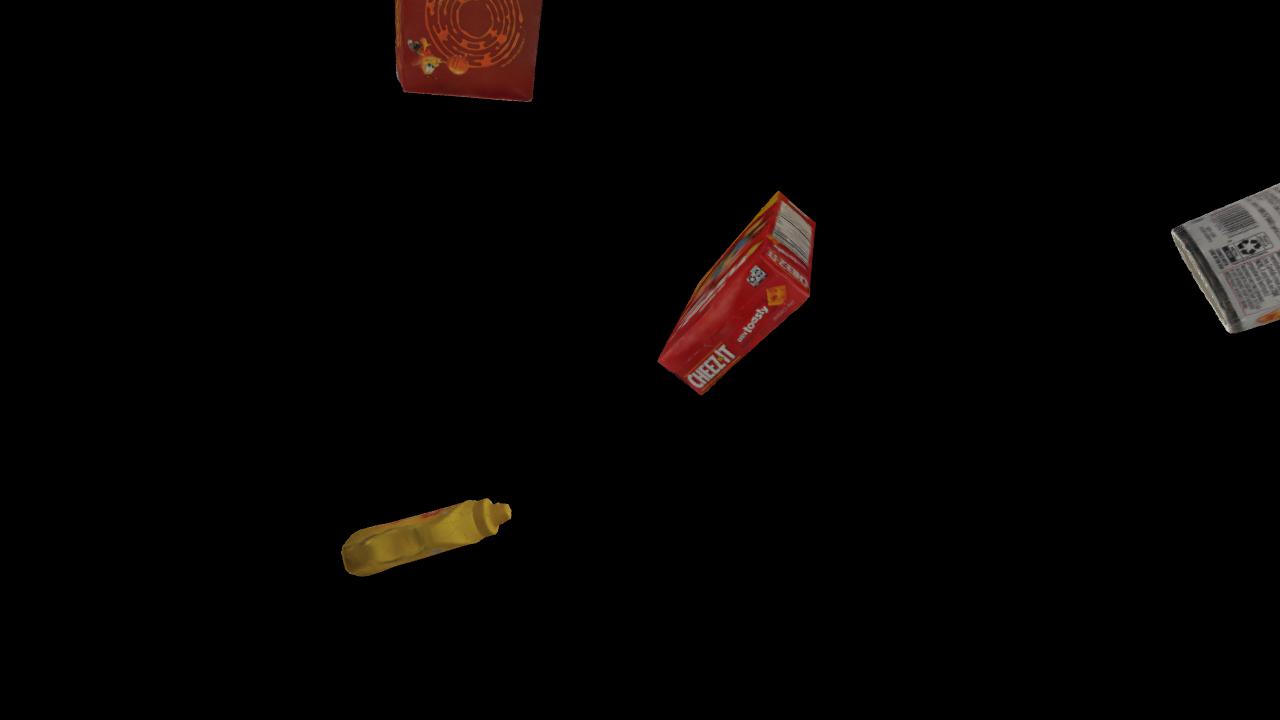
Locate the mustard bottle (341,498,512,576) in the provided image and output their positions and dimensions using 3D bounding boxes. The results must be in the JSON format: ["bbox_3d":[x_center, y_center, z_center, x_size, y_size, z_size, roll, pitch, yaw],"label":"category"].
[{"bbox_3d":[-0.235,0.199,0.710,0.184,0.054,0.092,-17,-12,4],"label":"mustard bottle"}]

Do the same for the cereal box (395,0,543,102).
[{"bbox_3d":[-0.245,-0.541,0.886,0.203,0.306,0.081,-8,45,-27],"label":"cereal box"}]

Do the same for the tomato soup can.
[{"bbox_3d":[0.344,-0.062,0.310,0.101,0.068,0.068,-29,-18,37],"label":"tomato soup can"}]

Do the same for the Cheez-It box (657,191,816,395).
[{"bbox_3d":[0.117,-0.082,0.697,0.071,0.166,0.223,38,34,-6],"label":"Cheez-It box"}]
